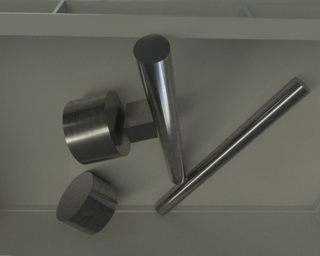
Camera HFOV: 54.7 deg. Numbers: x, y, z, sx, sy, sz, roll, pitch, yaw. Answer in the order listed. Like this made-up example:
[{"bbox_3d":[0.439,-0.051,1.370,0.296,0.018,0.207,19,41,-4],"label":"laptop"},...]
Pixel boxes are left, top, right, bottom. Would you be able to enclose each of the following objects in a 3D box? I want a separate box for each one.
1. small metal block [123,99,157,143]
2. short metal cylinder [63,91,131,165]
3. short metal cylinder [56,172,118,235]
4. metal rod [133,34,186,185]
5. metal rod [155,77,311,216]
[{"bbox_3d":[-0.015,-0.012,0.382,0.050,0.050,0.025,-13,129,10],"label":"small metal block"},{"bbox_3d":[-0.073,0.000,0.372,0.050,0.080,0.080,-13,129,10],"label":"short metal cylinder"},{"bbox_3d":[-0.109,0.113,0.468,0.080,0.080,0.050,-34,123,25],"label":"short metal cylinder"},{"bbox_3d":[0.011,0.011,0.342,0.025,0.025,0.299,-6,154,4],"label":"metal rod"},{"bbox_3d":[0.086,0.043,0.447,0.025,0.025,0.298,27,125,-22],"label":"metal rod"}]
